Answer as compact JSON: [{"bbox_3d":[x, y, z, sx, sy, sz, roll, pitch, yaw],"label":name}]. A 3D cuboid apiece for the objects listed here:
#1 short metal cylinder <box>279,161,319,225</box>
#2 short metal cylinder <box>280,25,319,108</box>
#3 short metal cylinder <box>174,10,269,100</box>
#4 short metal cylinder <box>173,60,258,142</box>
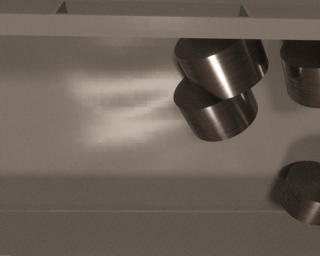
[{"bbox_3d":[0.224,0.095,0.457,0.081,0.080,0.050,1,130,-2],"label":"short metal cylinder"},{"bbox_3d":[0.171,-0.065,0.320,0.080,0.080,0.050,-18,128,14],"label":"short metal cylinder"},{"bbox_3d":[0.062,-0.073,0.311,0.080,0.080,0.050,-22,127,17],"label":"short metal cylinder"},{"bbox_3d":[0.062,-0.031,0.348,0.080,0.080,0.050,-22,127,17],"label":"short metal cylinder"}]
